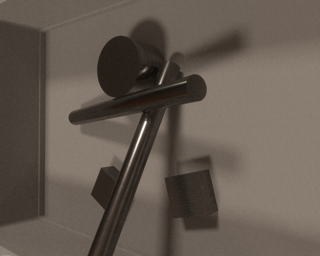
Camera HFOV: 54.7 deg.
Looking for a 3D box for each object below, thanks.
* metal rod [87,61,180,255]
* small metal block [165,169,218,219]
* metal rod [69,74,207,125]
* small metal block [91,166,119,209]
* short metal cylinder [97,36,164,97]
[{"bbox_3d":[-0.035,0.056,0.353,0.025,0.025,0.299,6,68,39],"label":"metal rod"},{"bbox_3d":[0.037,0.080,0.375,0.050,0.025,0.050,-18,79,38],"label":"small metal block"},{"bbox_3d":[-0.054,-0.027,0.401,0.299,0.025,0.025,-6,86,54],"label":"metal rod"},{"bbox_3d":[-0.072,0.093,0.464,0.050,0.025,0.050,36,112,34],"label":"small metal block"},{"bbox_3d":[-0.040,-0.079,0.421,0.080,0.050,0.079,0,90,39],"label":"short metal cylinder"}]
